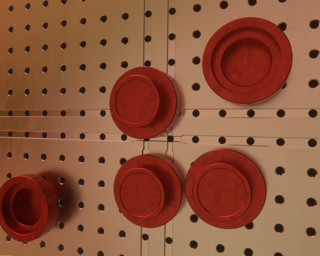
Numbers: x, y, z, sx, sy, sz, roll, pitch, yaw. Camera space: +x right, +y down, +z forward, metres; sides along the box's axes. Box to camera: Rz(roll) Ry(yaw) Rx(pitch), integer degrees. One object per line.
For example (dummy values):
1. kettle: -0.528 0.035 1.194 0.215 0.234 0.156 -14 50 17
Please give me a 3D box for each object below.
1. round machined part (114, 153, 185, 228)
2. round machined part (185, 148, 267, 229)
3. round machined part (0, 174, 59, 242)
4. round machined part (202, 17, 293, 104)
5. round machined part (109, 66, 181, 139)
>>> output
1. round machined part: -0.018 0.084 0.410 0.098 0.042 0.097 0 90 20
2. round machined part: 0.077 0.074 0.376 0.098 0.042 0.097 0 90 20
3. round machined part: -0.196 0.119 0.474 0.098 0.042 0.097 0 90 20
4. round machined part: 0.103 -0.076 0.367 0.098 0.042 0.097 0 90 20
5. round machined part: -0.024 -0.034 0.413 0.098 0.042 0.097 0 90 20
